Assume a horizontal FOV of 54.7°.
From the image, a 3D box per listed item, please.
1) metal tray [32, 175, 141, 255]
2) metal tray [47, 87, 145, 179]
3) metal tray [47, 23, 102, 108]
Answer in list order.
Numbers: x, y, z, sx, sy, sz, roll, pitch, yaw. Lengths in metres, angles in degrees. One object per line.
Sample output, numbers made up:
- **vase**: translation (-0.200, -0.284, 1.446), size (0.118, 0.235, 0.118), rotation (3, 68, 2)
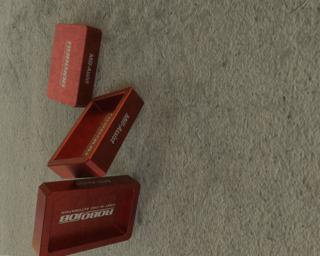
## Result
- **metal tray**: translation (-0.093, 0.114, 0.410), size (0.030, 0.131, 0.089), rotation (24, 107, 49)
- **metal tray**: translation (-0.085, 0.006, 0.420), size (0.090, 0.030, 0.130), rotation (-9, 43, 39)
- **metal tray**: translation (-0.147, -0.106, 0.523), size (0.090, 0.030, 0.129), rotation (18, 102, 38)
